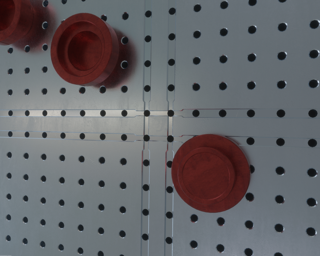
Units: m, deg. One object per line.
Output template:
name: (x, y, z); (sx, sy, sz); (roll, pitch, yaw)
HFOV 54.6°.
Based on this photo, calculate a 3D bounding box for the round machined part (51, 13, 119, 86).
round machined part: (-0.101, -0.108, 0.440); (0.098, 0.042, 0.097); (0, 90, 20)

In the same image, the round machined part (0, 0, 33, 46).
round machined part: (-0.242, -0.179, 0.490); (0.098, 0.042, 0.097); (0, 90, 20)

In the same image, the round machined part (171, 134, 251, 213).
round machined part: (0.060, 0.056, 0.382); (0.098, 0.042, 0.097); (0, 90, 20)
